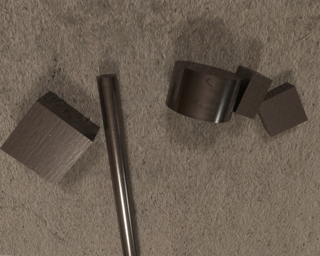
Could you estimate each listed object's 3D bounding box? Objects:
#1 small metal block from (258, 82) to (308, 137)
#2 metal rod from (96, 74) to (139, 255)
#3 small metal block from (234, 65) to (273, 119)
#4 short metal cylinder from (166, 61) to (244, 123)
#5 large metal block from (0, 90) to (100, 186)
[{"bbox_3d":[0.155,-0.024,0.403,0.050,0.025,0.050,-27,108,9],"label":"small metal block"},{"bbox_3d":[-0.055,0.075,0.436,0.025,0.025,0.298,-4,110,1],"label":"metal rod"},{"bbox_3d":[0.106,-0.045,0.380,0.025,0.050,0.050,17,109,-12],"label":"small metal block"},{"bbox_3d":[0.051,-0.045,0.365,0.081,0.080,0.050,12,110,-5],"label":"short metal cylinder"},{"bbox_3d":[-0.138,0.012,0.399,0.080,0.050,0.080,39,105,-14],"label":"large metal block"}]
